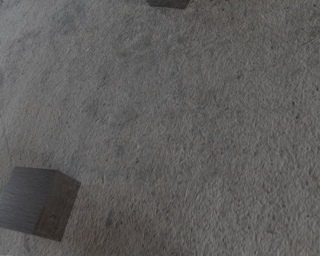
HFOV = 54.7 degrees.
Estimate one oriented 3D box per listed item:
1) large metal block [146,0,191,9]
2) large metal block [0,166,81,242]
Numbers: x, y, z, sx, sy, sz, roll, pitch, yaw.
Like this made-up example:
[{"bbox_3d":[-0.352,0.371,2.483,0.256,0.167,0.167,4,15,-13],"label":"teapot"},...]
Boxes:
[{"bbox_3d":[0.021,-0.256,0.534,0.080,0.050,0.080,21,73,36],"label":"large metal block"},{"bbox_3d":[-0.164,0.100,0.413,0.080,0.050,0.080,0,62,28],"label":"large metal block"}]
